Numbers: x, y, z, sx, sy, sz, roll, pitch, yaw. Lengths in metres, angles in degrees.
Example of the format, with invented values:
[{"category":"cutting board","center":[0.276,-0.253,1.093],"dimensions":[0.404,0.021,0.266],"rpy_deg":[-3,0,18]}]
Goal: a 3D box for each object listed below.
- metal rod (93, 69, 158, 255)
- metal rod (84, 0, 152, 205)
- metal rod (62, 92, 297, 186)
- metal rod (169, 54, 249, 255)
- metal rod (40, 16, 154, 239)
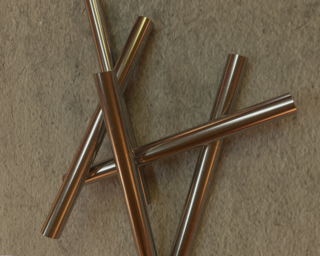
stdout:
[{"category":"metal rod","center":[-0.033,0.080,0.376],"dimensions":[0.025,0.025,0.298],"rpy_deg":[-7,104,19]},{"category":"metal rod","center":[-0.060,-0.041,0.428],"dimensions":[0.025,0.025,0.298],"rpy_deg":[-16,85,19]},{"category":"metal rod","center":[0.008,0.024,0.377],"dimensions":[0.300,0.025,0.025],"rpy_deg":[-21,83,18]},{"category":"metal rod","center":[0.055,0.057,0.388],"dimensions":[0.025,0.025,0.298],"rpy_deg":[17,96,19]},{"category":"metal rod","center":[-0.077,-0.006,0.397],"dimensions":[0.025,0.025,0.299],"rpy_deg":[20,83,18]}]
